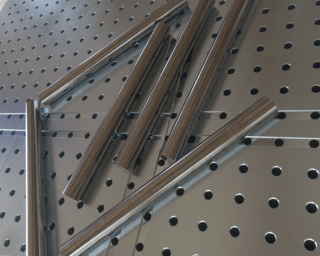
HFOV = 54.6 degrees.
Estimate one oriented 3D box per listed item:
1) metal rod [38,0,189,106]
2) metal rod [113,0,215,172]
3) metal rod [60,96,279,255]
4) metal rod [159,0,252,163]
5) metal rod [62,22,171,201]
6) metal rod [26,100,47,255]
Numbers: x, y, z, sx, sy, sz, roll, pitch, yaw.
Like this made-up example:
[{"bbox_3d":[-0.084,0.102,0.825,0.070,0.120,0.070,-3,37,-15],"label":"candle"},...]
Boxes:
[{"bbox_3d":[-0.083,-0.133,0.534,0.300,0.025,0.025,-34,51,6],"label":"metal rod"},{"bbox_3d":[0.013,-0.076,0.448,0.025,0.025,0.300,14,69,34],"label":"metal rod"},{"bbox_3d":[0.008,0.062,0.366,0.300,0.025,0.025,-37,51,3],"label":"metal rod"},{"bbox_3d":[0.074,-0.090,0.425,0.025,0.025,0.300,14,69,34],"label":"metal rod"},{"bbox_3d":[-0.057,-0.035,0.460,0.025,0.025,0.300,14,69,34],"label":"metal rod"},{"bbox_3d":[-0.187,0.072,0.464,0.025,0.025,0.300,-28,52,11],"label":"metal rod"}]
